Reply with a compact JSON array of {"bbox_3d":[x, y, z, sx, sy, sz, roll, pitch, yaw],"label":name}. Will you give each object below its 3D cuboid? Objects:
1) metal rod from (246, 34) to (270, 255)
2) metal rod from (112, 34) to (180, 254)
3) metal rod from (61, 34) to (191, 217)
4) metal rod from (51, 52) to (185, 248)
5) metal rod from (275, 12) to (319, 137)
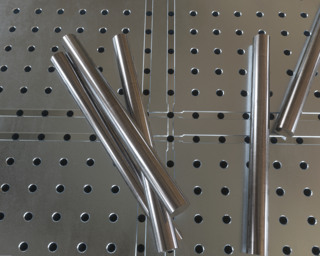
[{"bbox_3d":[0.132,0.007,0.409,0.025,0.025,0.299,7,70,2],"label":"metal rod"},{"bbox_3d":[-0.024,0.000,0.395,0.025,0.025,0.299,-12,64,-4],"label":"metal rod"},{"bbox_3d":[-0.057,-0.023,0.387,0.025,0.025,0.300,-30,61,-10],"label":"metal rod"},{"bbox_3d":[-0.064,0.017,0.405,0.025,0.025,0.299,-32,73,-11],"label":"metal rod"},{"bbox_3d":[0.230,-0.121,0.457,0.025,0.025,0.300,25,72,9],"label":"metal rod"}]
